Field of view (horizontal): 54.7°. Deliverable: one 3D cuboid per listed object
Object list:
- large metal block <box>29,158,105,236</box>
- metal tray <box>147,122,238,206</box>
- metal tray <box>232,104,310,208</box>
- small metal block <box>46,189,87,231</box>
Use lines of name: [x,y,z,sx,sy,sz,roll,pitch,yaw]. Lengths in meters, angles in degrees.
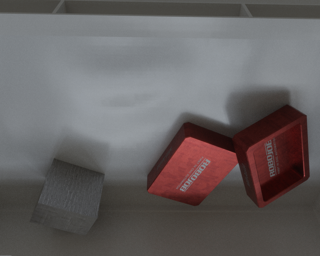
large metal block: [-0.134,0.101,0.457,0.080,0.080,0.050,21,127,-18]
metal tray: [0.047,0.058,0.456,0.091,0.030,0.129,20,127,-17]
metal tray: [0.155,0.042,0.422,0.090,0.030,0.130,-30,128,-7]
small metal block: [-0.151,0.134,0.504,0.050,0.050,0.025,20,127,-16]
